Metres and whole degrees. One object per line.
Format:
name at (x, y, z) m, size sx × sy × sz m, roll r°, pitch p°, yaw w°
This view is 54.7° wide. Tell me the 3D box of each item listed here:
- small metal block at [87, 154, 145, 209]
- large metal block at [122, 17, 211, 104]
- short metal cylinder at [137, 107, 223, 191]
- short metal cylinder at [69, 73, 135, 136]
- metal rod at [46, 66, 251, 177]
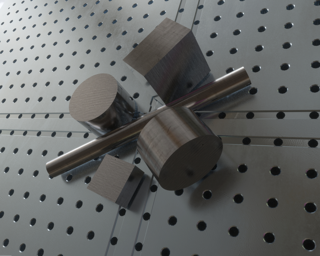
small metal block at (-0.056, 0.066, 0.392) m, size 0.050 × 0.025 × 0.050 m, roll 16°, pitch 70°, yaw 34°
large metal block at (0.011, -0.083, 0.414) m, size 0.080 × 0.080 × 0.050 m, roll -45°, pitch 51°, yaw -3°
short metal cylinder at (0.022, 0.023, 0.343) m, size 0.080 × 0.080 × 0.050 m, roll -40°, pitch 52°, yaw 1°
short metal cylinder at (-0.083, -0.032, 0.451) m, size 0.080 × 0.050 × 0.080 m, roll -13°, pitch 56°, yaw 21°
metal rod at (-0.024, -0.003, 0.418) m, size 0.301 × 0.025 × 0.025 m, roll -25°, pitch 53°, yaw 12°
